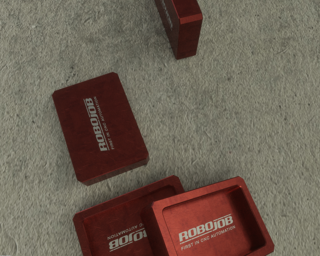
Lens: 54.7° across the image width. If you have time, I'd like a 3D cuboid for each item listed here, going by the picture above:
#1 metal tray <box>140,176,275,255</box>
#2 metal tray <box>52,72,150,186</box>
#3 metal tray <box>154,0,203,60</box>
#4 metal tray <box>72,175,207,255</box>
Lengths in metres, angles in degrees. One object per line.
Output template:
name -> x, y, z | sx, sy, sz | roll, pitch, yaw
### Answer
metal tray -> 0.053, 0.111, 0.334 | 0.131, 0.030, 0.090 | -8, 67, -33
metal tray -> -0.078, -0.001, 0.405 | 0.091, 0.030, 0.130 | -20, 71, -7
metal tray -> 0.020, -0.175, 0.437 | 0.030, 0.090, 0.130 | -16, 71, -5
metal tray -> -0.024, 0.120, 0.360 | 0.131, 0.030, 0.090 | -20, 71, -8
